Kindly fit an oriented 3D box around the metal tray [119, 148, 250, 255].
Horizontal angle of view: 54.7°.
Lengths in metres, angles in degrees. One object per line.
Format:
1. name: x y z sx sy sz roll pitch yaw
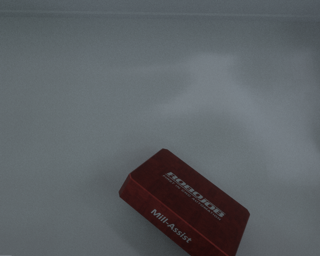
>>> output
1. metal tray: 0.031 0.085 0.347 0.130 0.090 0.030 37 118 12
